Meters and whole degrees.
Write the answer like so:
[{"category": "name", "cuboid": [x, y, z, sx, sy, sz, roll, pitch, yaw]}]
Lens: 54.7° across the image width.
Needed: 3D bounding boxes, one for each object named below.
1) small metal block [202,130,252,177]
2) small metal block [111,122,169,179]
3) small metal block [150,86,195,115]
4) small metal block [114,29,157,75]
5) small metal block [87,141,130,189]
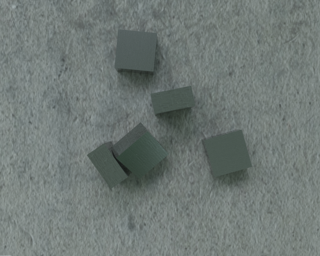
[{"category": "small metal block", "cuboid": [0.088, 0.033, 0.411, 0.050, 0.025, 0.050, -16, 90, -1]}, {"category": "small metal block", "cuboid": [-0.025, 0.029, 0.397, 0.050, 0.025, 0.050, -41, 127, 0]}, {"category": "small metal block", "cuboid": [0.015, -0.034, 0.398, 0.050, 0.050, 0.025, -11, 90, 0]}, {"category": "small metal block", "cuboid": [-0.031, -0.100, 0.410, 0.050, 0.025, 0.050, 5, 90, -1]}, {"category": "small metal block", "cuboid": [-0.063, 0.046, 0.397, 0.025, 0.050, 0.050, -35, 90, 0]}]
